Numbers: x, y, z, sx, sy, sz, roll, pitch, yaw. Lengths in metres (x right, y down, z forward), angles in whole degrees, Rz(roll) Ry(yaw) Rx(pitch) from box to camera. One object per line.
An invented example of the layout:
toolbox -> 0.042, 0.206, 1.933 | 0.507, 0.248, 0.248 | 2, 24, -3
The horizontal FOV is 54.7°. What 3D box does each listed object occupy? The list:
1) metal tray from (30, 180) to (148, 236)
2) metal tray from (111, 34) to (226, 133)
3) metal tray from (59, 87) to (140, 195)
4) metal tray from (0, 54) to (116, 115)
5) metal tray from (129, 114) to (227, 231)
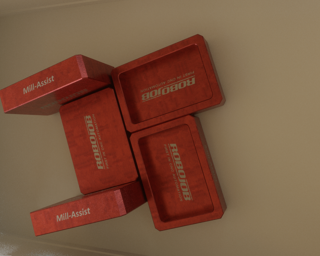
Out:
metal tray -> -0.086, 0.100, 0.402 | 0.130, 0.090, 0.030 | -18, 84, 18
metal tray -> 0.009, -0.054, 0.402 | 0.130, 0.030, 0.090 | -18, 84, 18
metal tray -> -0.081, 0.019, 0.432 | 0.090, 0.030, 0.129 | -18, 84, 18
metal tray -> -0.132, -0.053, 0.417 | 0.130, 0.090, 0.030 | -19, 84, 18
metal tray -> 0.022, 0.057, 0.397 | 0.090, 0.030, 0.129 | -18, 84, 18
